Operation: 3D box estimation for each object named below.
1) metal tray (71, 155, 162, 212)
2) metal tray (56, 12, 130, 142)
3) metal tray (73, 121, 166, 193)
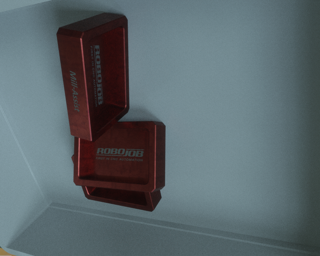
[{"bbox_3d":[-0.068,0.078,0.487,0.130,0.030,0.089,4,120,26],"label":"metal tray"},{"bbox_3d":[-0.072,-0.060,0.365,0.030,0.090,0.129,15,125,19],"label":"metal tray"},{"bbox_3d":[-0.058,0.037,0.427,0.130,0.030,0.089,0,87,25],"label":"metal tray"}]
